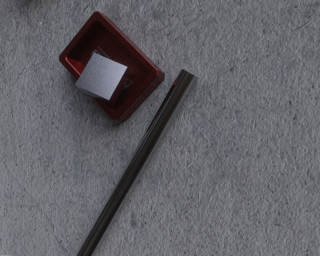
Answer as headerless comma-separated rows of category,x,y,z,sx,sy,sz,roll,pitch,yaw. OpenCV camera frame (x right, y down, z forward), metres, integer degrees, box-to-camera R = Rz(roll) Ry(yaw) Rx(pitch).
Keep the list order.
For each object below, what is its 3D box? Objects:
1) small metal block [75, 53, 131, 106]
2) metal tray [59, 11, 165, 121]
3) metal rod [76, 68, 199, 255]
small metal block,-0.074,-0.064,0.409,0.050,0.025,0.050,25,79,10
metal tray,-0.068,-0.084,0.429,0.090,0.030,0.130,-46,76,14
metal rod,-0.035,0.058,0.420,0.025,0.025,0.299,33,100,16
